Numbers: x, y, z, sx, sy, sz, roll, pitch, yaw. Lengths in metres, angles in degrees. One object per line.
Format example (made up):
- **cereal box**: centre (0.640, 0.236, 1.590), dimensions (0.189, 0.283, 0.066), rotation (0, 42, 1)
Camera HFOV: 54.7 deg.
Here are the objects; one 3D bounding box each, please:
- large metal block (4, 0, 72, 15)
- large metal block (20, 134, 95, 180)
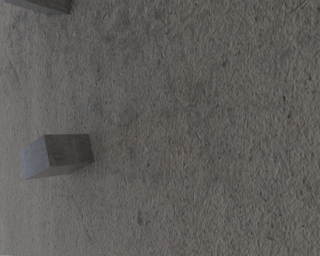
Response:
- **large metal block**: centre (-0.213, -0.236, 0.545), dimensions (0.080, 0.081, 0.050), rotation (17, 101, 39)
- **large metal block**: centre (-0.169, 0.047, 0.509), dimensions (0.080, 0.081, 0.050), rotation (-25, 74, 37)
